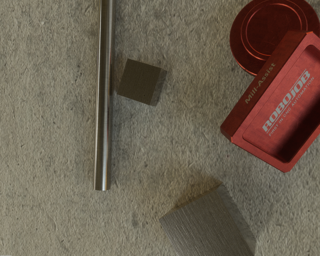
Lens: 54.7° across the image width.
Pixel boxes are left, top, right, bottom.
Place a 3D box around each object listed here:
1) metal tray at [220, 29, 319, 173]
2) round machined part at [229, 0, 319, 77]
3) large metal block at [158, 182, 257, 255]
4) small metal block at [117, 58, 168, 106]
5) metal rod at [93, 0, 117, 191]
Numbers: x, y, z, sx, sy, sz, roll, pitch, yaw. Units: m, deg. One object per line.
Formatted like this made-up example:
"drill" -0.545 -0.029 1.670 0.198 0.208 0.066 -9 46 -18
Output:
"metal tray" 0.138 -0.025 0.331 0.090 0.030 0.129 29 102 -22
"round machined part" 0.129 -0.106 0.354 0.098 0.042 0.097 0 90 20
"large metal block" 0.058 0.124 0.375 0.080 0.050 0.080 -32 80 17
"small metal block" -0.024 -0.061 0.417 0.050 0.025 0.050 20 97 18
"metal rod" -0.077 -0.063 0.436 0.025 0.025 0.298 2 91 20
